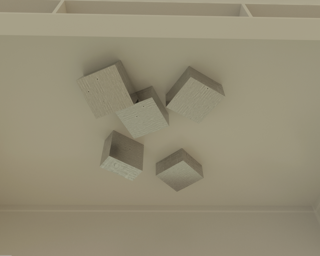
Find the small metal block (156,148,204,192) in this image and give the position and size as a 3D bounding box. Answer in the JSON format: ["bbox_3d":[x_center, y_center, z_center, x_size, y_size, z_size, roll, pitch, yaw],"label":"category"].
[{"bbox_3d":[0.029,0.064,0.464,0.050,0.025,0.050,-33,123,24],"label":"small metal block"}]

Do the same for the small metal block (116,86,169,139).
[{"bbox_3d":[-0.022,-0.019,0.393,0.050,0.025,0.050,-20,128,15],"label":"small metal block"}]

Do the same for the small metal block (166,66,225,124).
[{"bbox_3d":[0.042,-0.039,0.377,0.050,0.025,0.050,26,125,-21],"label":"small metal block"}]

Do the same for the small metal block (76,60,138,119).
[{"bbox_3d":[-0.060,-0.045,0.361,0.050,0.025,0.050,-19,109,15],"label":"small metal block"}]

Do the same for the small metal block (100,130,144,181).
[{"bbox_3d":[-0.051,0.037,0.424,0.050,0.050,0.025,28,125,-22],"label":"small metal block"}]
